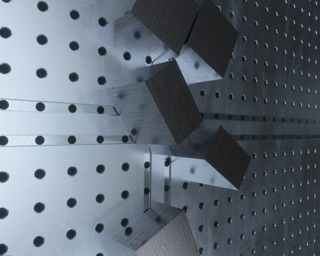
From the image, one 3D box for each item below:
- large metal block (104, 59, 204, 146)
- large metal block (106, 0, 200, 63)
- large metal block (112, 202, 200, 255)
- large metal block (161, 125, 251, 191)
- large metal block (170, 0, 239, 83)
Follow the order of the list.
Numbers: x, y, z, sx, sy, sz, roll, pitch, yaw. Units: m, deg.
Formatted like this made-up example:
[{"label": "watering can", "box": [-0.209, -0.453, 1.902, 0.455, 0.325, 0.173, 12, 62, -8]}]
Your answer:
[{"label": "large metal block", "box": [-0.008, -0.027, 0.366, 0.050, 0.080, 0.080, -41, 115, -32]}, {"label": "large metal block", "box": [-0.006, -0.141, 0.386, 0.080, 0.050, 0.080, 34, 69, -35]}, {"label": "large metal block", "box": [-0.001, 0.154, 0.391, 0.081, 0.050, 0.080, -31, 109, -36]}, {"label": "large metal block", "box": [0.063, 0.039, 0.425, 0.080, 0.080, 0.050, 42, 65, -32]}, {"label": "large metal block", "box": [0.059, -0.122, 0.441, 0.080, 0.050, 0.080, 34, 69, -35]}]
